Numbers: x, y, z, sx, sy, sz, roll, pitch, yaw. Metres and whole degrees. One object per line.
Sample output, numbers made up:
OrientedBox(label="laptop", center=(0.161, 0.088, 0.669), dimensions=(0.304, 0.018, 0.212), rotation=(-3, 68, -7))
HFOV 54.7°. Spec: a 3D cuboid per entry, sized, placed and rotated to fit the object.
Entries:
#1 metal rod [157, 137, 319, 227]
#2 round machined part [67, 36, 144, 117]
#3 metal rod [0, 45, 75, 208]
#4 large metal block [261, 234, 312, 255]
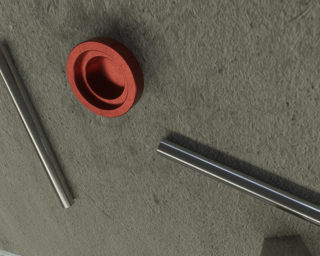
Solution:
OrientedBox(label="metal rod", center=(0.136, 0.081, 0.384), dimensions=(0.301, 0.025, 0.025), rotation=(23, 127, 13))
OrientedBox(label="round machined part", center=(-0.063, -0.066, 0.387), dimensions=(0.098, 0.042, 0.097), rotation=(13, 124, 20))
OrientedBox(label="metal rod", center=(-0.207, 0.012, 0.519), dimensions=(0.025, 0.025, 0.298), rotation=(0, 119, 28))
OrientedBox(label="large metal block", center=(0.172, 0.201, 0.405), dimensions=(0.050, 0.080, 0.080), rotation=(-23, 106, 36))
